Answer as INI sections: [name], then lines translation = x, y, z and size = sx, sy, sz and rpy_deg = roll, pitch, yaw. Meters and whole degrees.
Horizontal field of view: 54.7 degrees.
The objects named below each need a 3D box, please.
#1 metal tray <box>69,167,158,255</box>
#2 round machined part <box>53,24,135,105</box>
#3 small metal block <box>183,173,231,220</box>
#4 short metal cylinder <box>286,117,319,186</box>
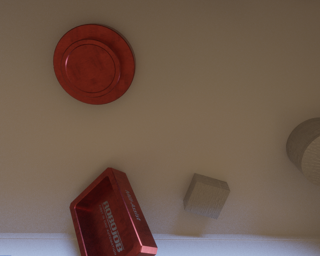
[metal tray]
translation = -0.066, 0.127, 0.403
size = 0.090, 0.130, 0.030
rpy_deg = -44, 137, 13
[round machined part]
translation = -0.080, -0.074, 0.374
size = 0.099, 0.042, 0.097
rpy_deg = 0, 110, -1
[small metal block]
translation = 0.067, 0.099, 0.449
size = 0.050, 0.025, 0.050
rpy_deg = 17, 109, -7
[short metal cylinder]
translation = 0.218, 0.031, 0.413
size = 0.081, 0.050, 0.079
rpy_deg = 0, 110, -1
